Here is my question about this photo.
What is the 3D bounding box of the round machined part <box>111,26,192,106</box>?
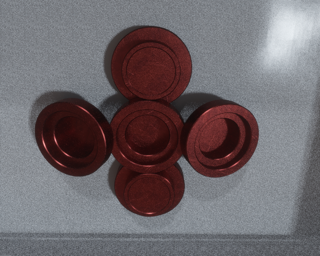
[{"bbox_3d":[-0.010,-0.071,0.374,0.099,0.042,0.097,0,110,0],"label":"round machined part"}]

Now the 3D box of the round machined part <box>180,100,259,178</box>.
[{"bbox_3d":[0.072,0.011,0.396,0.099,0.042,0.097,-6,111,-16],"label":"round machined part"}]

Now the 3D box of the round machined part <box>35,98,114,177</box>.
[{"bbox_3d":[-0.104,0.009,0.394,0.098,0.042,0.097,6,111,16],"label":"round machined part"}]

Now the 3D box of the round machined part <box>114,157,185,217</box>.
[{"bbox_3d":[-0.015,0.083,0.431,0.099,0.042,0.097,0,110,0],"label":"round machined part"}]

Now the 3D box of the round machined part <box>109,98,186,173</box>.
[{"bbox_3d":[-0.016,0.006,0.402,0.099,0.042,0.097,0,110,0],"label":"round machined part"}]
